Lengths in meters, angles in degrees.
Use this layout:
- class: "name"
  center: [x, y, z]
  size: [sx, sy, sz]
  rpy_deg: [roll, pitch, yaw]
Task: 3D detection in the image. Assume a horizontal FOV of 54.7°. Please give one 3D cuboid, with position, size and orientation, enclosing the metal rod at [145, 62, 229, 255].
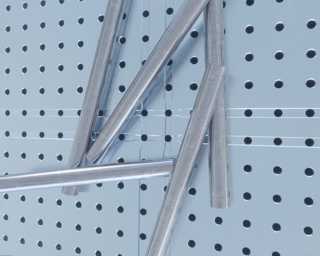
- class: "metal rod"
  center: [0.024, 0.067, 0.388]
  size: [0.025, 0.025, 0.298]
  rpy_deg: [21, 102, 18]

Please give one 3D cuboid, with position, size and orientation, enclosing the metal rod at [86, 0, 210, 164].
- class: "metal rod"
  center: [-0.013, -0.072, 0.401]
  size: [0.025, 0.025, 0.299]
  rpy_deg: [40, 108, 15]

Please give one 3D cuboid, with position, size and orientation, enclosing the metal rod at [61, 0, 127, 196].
- class: "metal rod"
  center: [-0.094, -0.048, 0.444]
  size: [0.025, 0.025, 0.298]
  rpy_deg: [17, 95, 19]

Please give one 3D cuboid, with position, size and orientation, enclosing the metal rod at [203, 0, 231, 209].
- class: "metal rod"
  center: [0.070, -0.052, 0.387]
  size: [0.025, 0.025, 0.298]
  rpy_deg: [-2, 89, 19]

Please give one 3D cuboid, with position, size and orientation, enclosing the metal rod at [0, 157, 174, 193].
- class: "metal rod"
  center: [-0.129, 0.069, 0.429]
  size: [0.301, 0.025, 0.025]
  rpy_deg: [-7, 88, 9]
